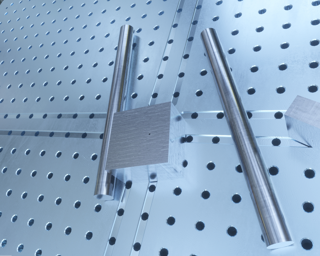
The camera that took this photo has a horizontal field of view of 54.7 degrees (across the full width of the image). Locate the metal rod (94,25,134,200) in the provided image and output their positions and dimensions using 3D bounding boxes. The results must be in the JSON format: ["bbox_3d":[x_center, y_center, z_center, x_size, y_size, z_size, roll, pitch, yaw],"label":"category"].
[{"bbox_3d":[-0.064,-0.042,0.465,0.025,0.025,0.299,-11,57,22],"label":"metal rod"}]

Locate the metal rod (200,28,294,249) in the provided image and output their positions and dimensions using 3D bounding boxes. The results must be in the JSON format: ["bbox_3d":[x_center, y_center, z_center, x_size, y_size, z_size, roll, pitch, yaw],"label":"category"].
[{"bbox_3d":[0.091,-0.014,0.368,0.025,0.025,0.299,-20,54,16],"label":"metal rod"}]

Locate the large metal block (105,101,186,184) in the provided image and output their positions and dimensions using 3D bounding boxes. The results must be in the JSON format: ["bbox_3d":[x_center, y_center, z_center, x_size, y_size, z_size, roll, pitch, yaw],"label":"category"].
[{"bbox_3d":[-0.015,0.020,0.386,0.080,0.050,0.080,-10,58,22],"label":"large metal block"}]

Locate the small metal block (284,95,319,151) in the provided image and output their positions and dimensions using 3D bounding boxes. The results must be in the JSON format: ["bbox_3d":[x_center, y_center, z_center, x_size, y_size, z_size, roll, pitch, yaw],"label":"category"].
[{"bbox_3d":[0.157,-0.001,0.311,0.050,0.050,0.025,30,78,37],"label":"small metal block"}]
